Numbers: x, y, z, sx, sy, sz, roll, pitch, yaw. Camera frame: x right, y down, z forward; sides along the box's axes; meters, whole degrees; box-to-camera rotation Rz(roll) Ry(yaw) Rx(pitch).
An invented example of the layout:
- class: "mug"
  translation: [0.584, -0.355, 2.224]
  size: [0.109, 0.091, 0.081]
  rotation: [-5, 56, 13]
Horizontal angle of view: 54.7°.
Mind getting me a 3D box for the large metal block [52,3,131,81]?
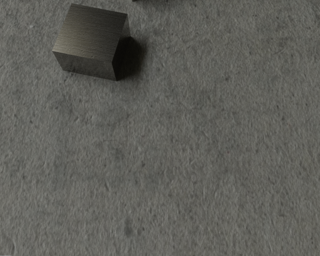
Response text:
- class: "large metal block"
  translation: [-0.093, -0.120, 0.438]
  size: [0.080, 0.050, 0.080]
  rotation: [12, 70, 4]
